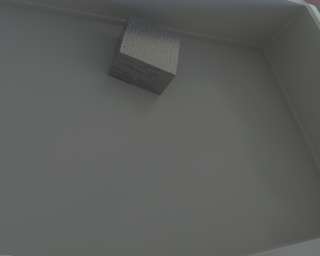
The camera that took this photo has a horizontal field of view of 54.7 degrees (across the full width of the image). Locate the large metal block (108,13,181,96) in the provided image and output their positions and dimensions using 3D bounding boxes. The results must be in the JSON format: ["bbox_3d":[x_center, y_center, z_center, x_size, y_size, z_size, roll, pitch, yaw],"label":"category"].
[{"bbox_3d":[-0.021,-0.105,0.444,0.080,0.050,0.080,20,54,-17],"label":"large metal block"}]
